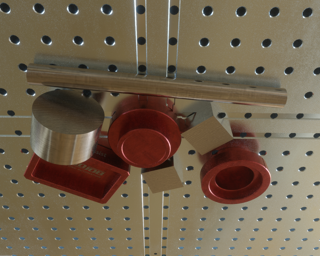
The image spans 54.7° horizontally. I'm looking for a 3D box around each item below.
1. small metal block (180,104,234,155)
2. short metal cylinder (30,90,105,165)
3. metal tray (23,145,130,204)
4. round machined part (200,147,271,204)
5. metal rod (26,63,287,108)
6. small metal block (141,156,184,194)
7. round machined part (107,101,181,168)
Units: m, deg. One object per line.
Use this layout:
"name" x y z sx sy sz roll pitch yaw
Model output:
"small metal block" 0.062 0.003 0.415 0.050 0.025 0.050 -31 124 23
"short metal cylinder" -0.112 -0.002 0.372 0.081 0.080 0.050 14 129 -12
"metal tray" -0.120 0.059 0.457 0.131 0.030 0.089 24 126 -19
"round machined part" 0.108 0.066 0.458 0.099 0.042 0.097 0 130 0
"metal rod" 0.001 -0.049 0.369 0.302 0.025 0.025 5 130 -5
"small metal block" 0.004 0.070 0.471 0.050 0.025 0.050 -15 129 12
"round machined part" -0.021 0.015 0.413 0.099 0.042 0.097 0 128 0
